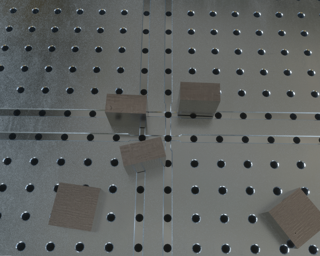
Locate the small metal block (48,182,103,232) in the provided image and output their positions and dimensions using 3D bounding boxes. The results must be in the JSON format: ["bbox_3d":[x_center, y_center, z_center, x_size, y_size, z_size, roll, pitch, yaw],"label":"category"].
[{"bbox_3d":[-0.100,0.096,0.375,0.050,0.025,0.050,8,70,2],"label":"small metal block"}]

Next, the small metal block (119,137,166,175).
[{"bbox_3d":[-0.020,0.036,0.385,0.050,0.050,0.025,-13,71,-5],"label":"small metal block"}]

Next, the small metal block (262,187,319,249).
[{"bbox_3d":[0.163,0.109,0.374,0.050,0.025,0.050,-33,74,-12],"label":"small metal block"}]

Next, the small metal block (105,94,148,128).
[{"bbox_3d":[-0.042,-0.022,0.406,0.050,0.050,0.025,2,70,0],"label":"small metal block"}]

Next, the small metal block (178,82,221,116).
[{"bbox_3d":[0.051,-0.038,0.413,0.050,0.050,0.025,2,70,0],"label":"small metal block"}]
